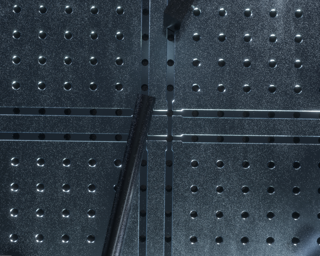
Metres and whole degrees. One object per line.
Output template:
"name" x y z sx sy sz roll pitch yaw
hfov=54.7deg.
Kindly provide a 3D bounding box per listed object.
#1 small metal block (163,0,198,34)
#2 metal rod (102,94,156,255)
"small metal block" 0.028 -0.156 0.401 0.025 0.050 0.050 31 90 0
"metal rod" -0.050 0.103 0.412 0.025 0.025 0.298 13 90 0
